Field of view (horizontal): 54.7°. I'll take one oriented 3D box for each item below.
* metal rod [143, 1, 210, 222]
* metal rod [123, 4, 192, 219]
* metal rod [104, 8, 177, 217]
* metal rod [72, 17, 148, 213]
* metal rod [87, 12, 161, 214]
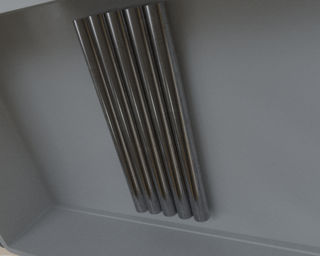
[{"bbox_3d":[0.028,-0.002,0.391,0.025,0.025,0.298,0,119,28],"label":"metal rod"},{"bbox_3d":[0.006,-0.002,0.403,0.025,0.025,0.298,0,119,28],"label":"metal rod"},{"bbox_3d":[-0.017,-0.003,0.415,0.025,0.025,0.298,0,119,28],"label":"metal rod"},{"bbox_3d":[-0.061,-0.002,0.438,0.025,0.025,0.298,0,119,28],"label":"metal rod"},{"bbox_3d":[-0.040,-0.003,0.426,0.025,0.025,0.298,0,119,28],"label":"metal rod"}]
